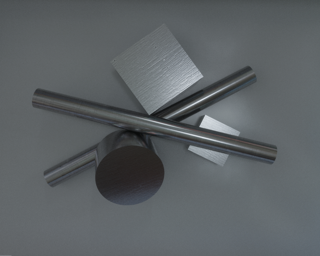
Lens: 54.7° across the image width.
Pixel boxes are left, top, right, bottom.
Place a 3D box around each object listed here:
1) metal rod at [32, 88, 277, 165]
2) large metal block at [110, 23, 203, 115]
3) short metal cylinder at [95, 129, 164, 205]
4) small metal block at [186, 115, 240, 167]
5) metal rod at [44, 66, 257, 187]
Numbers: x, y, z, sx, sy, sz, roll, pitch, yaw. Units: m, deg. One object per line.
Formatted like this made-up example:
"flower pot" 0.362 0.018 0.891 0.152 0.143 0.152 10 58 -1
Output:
"metal rod" -0.006 -0.002 0.385 0.302 0.025 0.025 14 90 -1
"large metal block" -0.004 -0.071 0.397 0.080 0.050 0.080 -36 90 0
"short metal cylinder" -0.039 0.047 0.383 0.081 0.050 0.079 -5 112 -11
"small metal block" 0.069 0.016 0.409 0.050 0.025 0.050 27 90 -1
"metal rod" -0.012 -0.002 0.409 0.301 0.025 0.025 -27 90 -1
